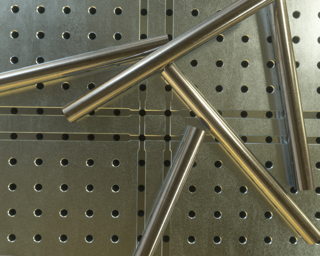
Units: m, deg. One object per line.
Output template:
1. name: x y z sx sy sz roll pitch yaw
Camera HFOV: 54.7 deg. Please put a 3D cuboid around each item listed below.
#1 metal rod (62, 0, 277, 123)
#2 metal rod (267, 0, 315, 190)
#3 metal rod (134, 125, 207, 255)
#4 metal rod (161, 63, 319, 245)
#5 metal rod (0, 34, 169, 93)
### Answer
1. metal rod: 0.007 -0.092 0.395 0.301 0.025 0.025 -30 90 7
2. metal rod: 0.171 -0.067 0.415 0.025 0.025 0.298 -9 90 0
3. metal rod: -0.008 0.139 0.413 0.025 0.025 0.299 23 90 -1
4. metal rod: 0.109 0.034 0.414 0.025 0.025 0.300 -41 91 0
5. metal rod: -0.135 -0.078 0.411 0.302 0.025 0.025 -13 90 -1
